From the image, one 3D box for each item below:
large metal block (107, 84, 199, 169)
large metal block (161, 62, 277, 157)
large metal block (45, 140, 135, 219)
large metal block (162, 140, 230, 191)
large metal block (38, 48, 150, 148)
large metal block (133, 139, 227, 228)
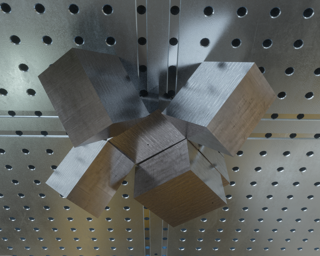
[{"bbox_3d":[-0.008,0.005,0.399,0.080,0.050,0.080,-31,124,23],"label":"large metal block"},{"bbox_3d":[0.062,-0.024,0.335,0.050,0.080,0.080,45,77,-30],"label":"large metal block"},{"bbox_3d":[-0.092,0.060,0.405,0.050,0.080,0.080,45,159,-30],"label":"large metal block"},{"bbox_3d":[0.041,0.055,0.441,0.080,0.050,0.080,-30,123,22],"label":"large metal block"},{"bbox_3d":[-0.065,-0.032,0.327,0.050,0.080,0.080,-31,85,23],"label":"large metal block"},{"bbox_3d":[0.025,0.072,0.389,0.080,0.050,0.080,-31,125,22],"label":"large metal block"}]
